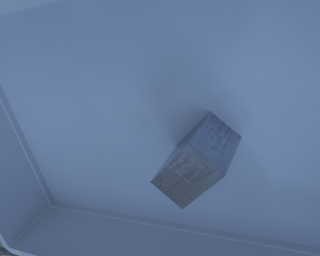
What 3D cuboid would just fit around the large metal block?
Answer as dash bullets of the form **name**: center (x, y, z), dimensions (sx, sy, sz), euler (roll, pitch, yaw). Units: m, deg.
- **large metal block**: center (0.044, 0.038, 0.374), dimensions (0.050, 0.080, 0.080), euler (41, 129, 0)
